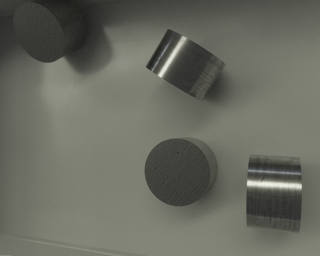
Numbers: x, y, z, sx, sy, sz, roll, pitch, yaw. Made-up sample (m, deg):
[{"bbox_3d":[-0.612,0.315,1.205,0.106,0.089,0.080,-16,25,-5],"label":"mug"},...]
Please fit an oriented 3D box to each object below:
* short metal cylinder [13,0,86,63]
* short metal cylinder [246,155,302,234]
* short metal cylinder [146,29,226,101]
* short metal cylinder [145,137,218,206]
[{"bbox_3d":[-0.153,-0.138,0.432,0.080,0.050,0.079,11,124,17],"label":"short metal cylinder"},{"bbox_3d":[0.123,0.070,0.338,0.050,0.080,0.079,2,91,20],"label":"short metal cylinder"},{"bbox_3d":[0.030,-0.074,0.370,0.080,0.080,0.050,35,101,16],"label":"short metal cylinder"},{"bbox_3d":[0.028,0.052,0.387,0.080,0.050,0.079,0,90,19],"label":"short metal cylinder"}]
